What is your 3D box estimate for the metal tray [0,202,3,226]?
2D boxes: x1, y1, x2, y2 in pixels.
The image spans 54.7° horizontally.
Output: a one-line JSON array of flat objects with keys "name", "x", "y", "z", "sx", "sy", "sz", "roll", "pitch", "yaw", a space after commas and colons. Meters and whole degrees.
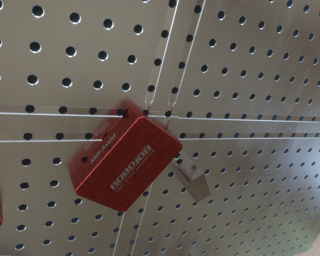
[{"name": "metal tray", "x": -0.232, "y": 0.066, "z": 0.322, "sx": 0.091, "sy": 0.030, "sz": 0.129, "roll": -17, "pitch": 125, "yaw": -19}]

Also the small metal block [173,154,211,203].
[{"name": "small metal block", "x": 0.048, "y": 0.077, "z": 0.471, "sx": 0.025, "sy": 0.050, "sz": 0.050, "roll": -30, "pitch": 129, "yaw": -10}]

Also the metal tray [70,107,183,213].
[{"name": "metal tray", "x": -0.043, "y": 0.046, "z": 0.415, "sx": 0.130, "sy": 0.030, "sz": 0.090, "roll": -49, "pitch": 129, "yaw": 6}]
